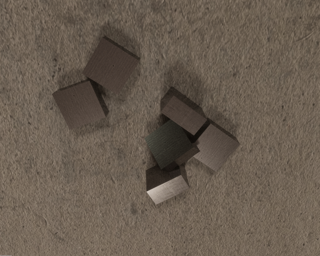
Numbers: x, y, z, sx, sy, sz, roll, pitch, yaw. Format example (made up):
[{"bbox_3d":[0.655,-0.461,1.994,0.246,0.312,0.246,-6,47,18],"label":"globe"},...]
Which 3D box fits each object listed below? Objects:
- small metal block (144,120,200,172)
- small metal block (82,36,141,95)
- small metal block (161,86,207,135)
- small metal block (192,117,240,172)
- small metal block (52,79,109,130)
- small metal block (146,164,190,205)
[{"bbox_3d":[0.015,0.022,0.403,0.050,0.025,0.050,-36,62,12],"label":"small metal block"},{"bbox_3d":[-0.059,-0.077,0.381,0.050,0.025,0.050,31,107,-11],"label":"small metal block"},{"bbox_3d":[0.028,-0.023,0.389,0.050,0.050,0.025,35,106,-12],"label":"small metal block"},{"bbox_3d":[0.070,0.022,0.419,0.050,0.025,0.050,34,106,-12],"label":"small metal block"},{"bbox_3d":[-0.100,-0.032,0.397,0.050,0.025,0.050,-19,109,6],"label":"small metal block"},{"bbox_3d":[0.009,0.069,0.421,0.050,0.050,0.025,-27,114,9],"label":"small metal block"}]
